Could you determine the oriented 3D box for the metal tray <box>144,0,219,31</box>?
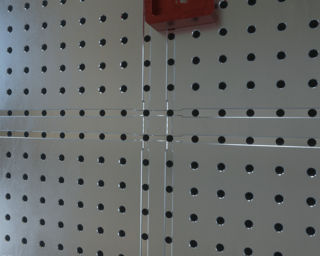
[{"bbox_3d":[0.026,-0.200,0.400,0.090,0.030,0.129,-2,89,20],"label":"metal tray"}]
